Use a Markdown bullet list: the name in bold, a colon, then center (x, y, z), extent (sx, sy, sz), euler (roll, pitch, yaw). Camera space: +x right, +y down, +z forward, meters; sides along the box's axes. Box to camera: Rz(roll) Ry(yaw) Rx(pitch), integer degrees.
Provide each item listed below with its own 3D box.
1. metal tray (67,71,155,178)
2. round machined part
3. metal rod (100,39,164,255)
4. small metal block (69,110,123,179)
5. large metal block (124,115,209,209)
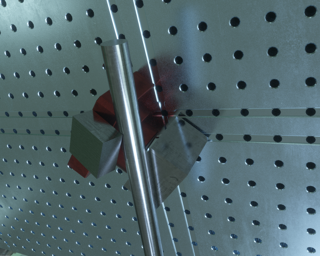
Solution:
- **metal tray**: center (-0.064, -0.003, 0.399), extent (0.030, 0.090, 0.129), euler (37, 129, 3)
- **round machined part**: center (-0.038, 0.019, 0.400), extent (0.042, 0.098, 0.097), euler (36, 129, 4)
- **metal rod**: center (-0.024, 0.052, 0.351), extent (0.025, 0.025, 0.298), euler (6, 122, 24)
- **small metal block**: center (-0.070, 0.017, 0.330), extent (0.050, 0.025, 0.050), euler (37, 130, 27)
- **large metal block**: center (0.009, 0.043, 0.392), extent (0.050, 0.080, 0.080), euler (37, 129, 3)
